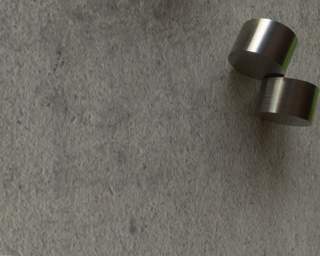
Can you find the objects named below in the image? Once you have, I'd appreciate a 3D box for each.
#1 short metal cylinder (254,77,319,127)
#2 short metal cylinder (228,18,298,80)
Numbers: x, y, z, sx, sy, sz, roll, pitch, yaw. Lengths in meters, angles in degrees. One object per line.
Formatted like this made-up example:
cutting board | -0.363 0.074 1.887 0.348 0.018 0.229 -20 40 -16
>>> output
short metal cylinder | 0.182 -0.036 0.449 0.081 0.080 0.050 16 85 -20
short metal cylinder | 0.143 -0.107 0.434 0.080 0.080 0.050 28 81 -18
